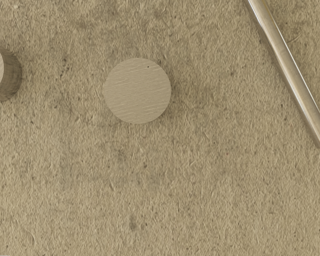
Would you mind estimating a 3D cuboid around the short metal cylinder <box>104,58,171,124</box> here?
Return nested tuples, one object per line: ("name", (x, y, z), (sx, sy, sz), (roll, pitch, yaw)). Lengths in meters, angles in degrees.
("short metal cylinder", (-0.027, -0.045, 0.397), (0.081, 0.050, 0.080), (0, 90, 0))

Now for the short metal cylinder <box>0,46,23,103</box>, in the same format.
("short metal cylinder", (-0.227, -0.072, 0.395), (0.081, 0.050, 0.080), (0, 90, 0))

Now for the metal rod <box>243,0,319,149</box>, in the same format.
("metal rod", (0.154, -0.112, 0.411), (0.025, 0.025, 0.299), (-27, 90, 0))
